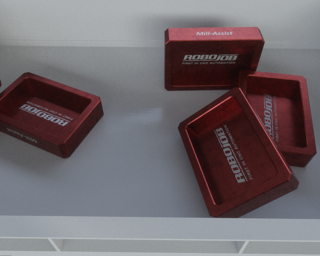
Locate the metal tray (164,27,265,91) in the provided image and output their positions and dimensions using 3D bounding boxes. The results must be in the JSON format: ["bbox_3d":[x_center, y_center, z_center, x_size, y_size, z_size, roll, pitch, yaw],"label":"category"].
[{"bbox_3d":[0.072,-0.097,0.444,0.131,0.090,0.030,-1,50,-1],"label":"metal tray"}]

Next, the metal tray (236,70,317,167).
[{"bbox_3d":[0.147,-0.017,0.409,0.090,0.030,0.130,7,55,6],"label":"metal tray"}]

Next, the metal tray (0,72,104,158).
[{"bbox_3d":[-0.155,-0.022,0.418,0.130,0.030,0.090,20,53,16],"label":"metal tray"}]

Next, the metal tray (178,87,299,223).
[{"bbox_3d":[0.080,0.027,0.348,0.090,0.030,0.130,-34,49,19],"label":"metal tray"}]
